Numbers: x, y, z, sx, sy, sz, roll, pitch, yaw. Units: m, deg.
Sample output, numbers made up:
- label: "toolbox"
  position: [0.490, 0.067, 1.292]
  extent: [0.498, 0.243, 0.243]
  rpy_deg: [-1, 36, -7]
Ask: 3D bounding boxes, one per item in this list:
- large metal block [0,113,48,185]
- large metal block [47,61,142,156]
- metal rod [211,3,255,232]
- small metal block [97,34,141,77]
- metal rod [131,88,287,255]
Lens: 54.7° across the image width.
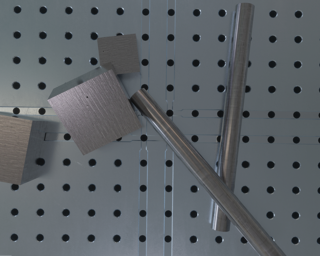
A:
- label: "large metal block"
  position: [-0.201, 0.023, 0.399]
  extent: [0.080, 0.050, 0.080]
  rpy_deg: [11, 90, 0]
- label: "large metal block"
  position: [-0.078, -0.025, 0.386]
  extent: [0.080, 0.050, 0.080]
  rpy_deg: [-26, 114, 0]
- label: "metal rod"
  position: [0.097, -0.014, 0.413]
  extent: [0.025, 0.025, 0.298]
  rpy_deg: [6, 90, 0]
- label: "small metal block"
  position: [-0.054, -0.095, 0.413]
  extent: [0.050, 0.025, 0.050]
  rpy_deg: [-7, 90, 0]
- label: "metal rod"
  position: [0.065, 0.069, 0.391]
  extent: [0.025, 0.025, 0.300]
  rpy_deg: [-40, 82, 0]
